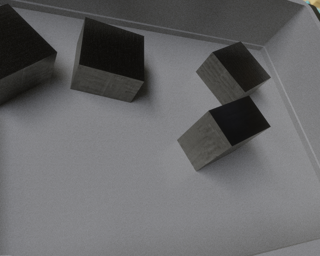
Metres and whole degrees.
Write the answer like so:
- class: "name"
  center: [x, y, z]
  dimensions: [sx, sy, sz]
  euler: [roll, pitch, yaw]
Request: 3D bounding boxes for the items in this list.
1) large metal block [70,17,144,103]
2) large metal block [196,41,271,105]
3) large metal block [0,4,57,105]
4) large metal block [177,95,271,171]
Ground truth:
- class: "large metal block"
  center: [-0.068, -0.088, 0.408]
  dimensions: [0.081, 0.050, 0.080]
  euler: [12, 57, -22]
- class: "large metal block"
  center: [0.121, -0.088, 0.511]
  dimensions: [0.081, 0.050, 0.080]
  euler: [-29, 78, -38]
- class: "large metal block"
  center: [-0.177, -0.080, 0.344]
  dimensions: [0.080, 0.050, 0.080]
  euler: [45, 51, 2]
- class: "large metal block"
  center: [0.083, 0.007, 0.413]
  dimensions: [0.081, 0.080, 0.050]
  euler: [-21, 73, -36]
